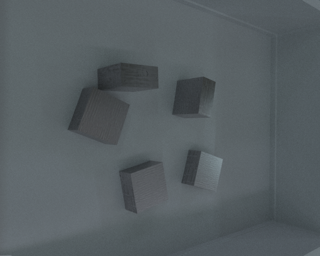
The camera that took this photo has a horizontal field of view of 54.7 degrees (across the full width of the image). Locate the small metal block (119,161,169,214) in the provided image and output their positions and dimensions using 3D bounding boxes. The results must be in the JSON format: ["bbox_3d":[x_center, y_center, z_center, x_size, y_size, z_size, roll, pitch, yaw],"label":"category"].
[{"bbox_3d":[-0.020,0.073,0.390,0.050,0.025,0.050,-15,100,-39],"label":"small metal block"}]

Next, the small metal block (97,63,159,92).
[{"bbox_3d":[-0.037,-0.057,0.359,0.050,0.050,0.025,-3,92,-40],"label":"small metal block"}]

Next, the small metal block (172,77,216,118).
[{"bbox_3d":[0.047,-0.041,0.429,0.025,0.050,0.050,15,81,-39],"label":"small metal block"}]

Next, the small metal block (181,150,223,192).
[{"bbox_3d":[0.063,0.064,0.460,0.050,0.025,0.050,22,76,-38],"label":"small metal block"}]

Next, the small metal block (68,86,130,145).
[{"bbox_3d":[-0.068,-0.013,0.349,0.050,0.025,0.050,26,74,-37],"label":"small metal block"}]
